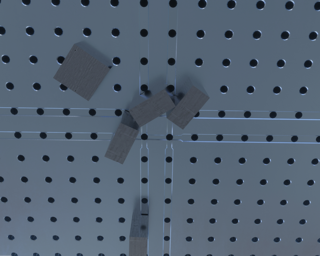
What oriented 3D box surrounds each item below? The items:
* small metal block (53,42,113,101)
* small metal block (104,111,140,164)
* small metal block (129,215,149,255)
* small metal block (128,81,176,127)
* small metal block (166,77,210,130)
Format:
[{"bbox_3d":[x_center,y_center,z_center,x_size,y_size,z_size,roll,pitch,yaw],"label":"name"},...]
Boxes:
[{"bbox_3d":[-0.095,-0.070,0.387,0.050,0.025,0.050,34,106,-12],"label":"small metal block"},{"bbox_3d":[-0.047,0.011,0.404,0.025,0.050,0.050,25,108,-9],"label":"small metal block"},{"bbox_3d":[-0.031,0.166,0.461,0.025,0.050,0.050,3,110,-1],"label":"small metal block"},{"bbox_3d":[-0.009,-0.031,0.388,0.050,0.050,0.025,-30,107,10],"label":"small metal block"},{"bbox_3d":[0.033,-0.032,0.388,0.025,0.050,0.050,35,106,-12],"label":"small metal block"}]
